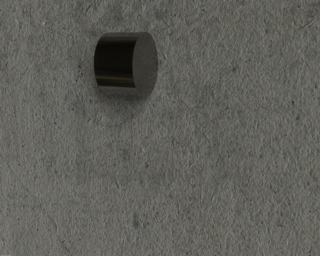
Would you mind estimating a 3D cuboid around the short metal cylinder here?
[{"bbox_3d":[-0.040,-0.080,0.394,0.050,0.080,0.080,6,92,20],"label":"short metal cylinder"}]
